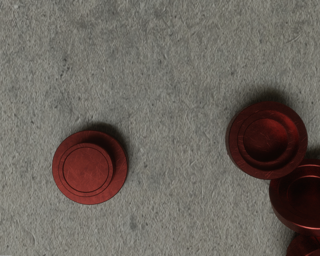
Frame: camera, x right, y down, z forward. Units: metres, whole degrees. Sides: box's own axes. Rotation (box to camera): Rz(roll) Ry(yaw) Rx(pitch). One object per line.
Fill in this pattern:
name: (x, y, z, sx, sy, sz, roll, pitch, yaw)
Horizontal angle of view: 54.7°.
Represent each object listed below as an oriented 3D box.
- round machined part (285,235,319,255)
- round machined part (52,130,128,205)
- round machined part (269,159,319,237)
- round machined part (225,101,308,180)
round machined part: (0.202, 0.169, 0.391, 0.099, 0.042, 0.097, -1, 115, -3)
round machined part: (-0.091, 0.051, 0.401, 0.099, 0.042, 0.097, 0, 90, 0)
round machined part: (0.189, 0.089, 0.385, 0.098, 0.098, 0.042, -27, 131, 0)
round machined part: (0.133, 0.015, 0.402, 0.099, 0.042, 0.097, 0, 90, 0)
